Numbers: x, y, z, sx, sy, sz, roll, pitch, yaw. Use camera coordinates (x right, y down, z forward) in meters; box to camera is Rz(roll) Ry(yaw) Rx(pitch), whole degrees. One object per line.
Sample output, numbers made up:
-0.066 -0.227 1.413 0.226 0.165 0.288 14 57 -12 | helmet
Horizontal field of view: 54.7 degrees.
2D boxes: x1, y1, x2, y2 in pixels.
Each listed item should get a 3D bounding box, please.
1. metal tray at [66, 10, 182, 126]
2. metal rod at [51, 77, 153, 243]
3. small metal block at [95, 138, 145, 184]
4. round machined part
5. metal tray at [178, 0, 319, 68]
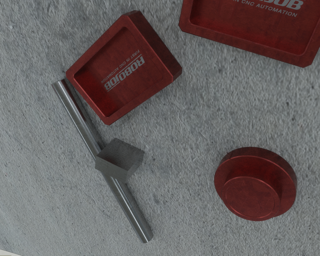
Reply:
-0.049 -0.069 0.384 0.130 0.030 0.090 -30 102 37 | metal tray
-0.083 0.061 0.486 0.025 0.025 0.299 -13 112 33 | metal rod
-0.058 0.046 0.448 0.050 0.050 0.025 24 127 13 | small metal block
0.114 0.075 0.382 0.098 0.042 0.097 13 124 20 | round machined part
0.089 -0.118 0.282 0.130 0.030 0.089 22 127 14 | metal tray
